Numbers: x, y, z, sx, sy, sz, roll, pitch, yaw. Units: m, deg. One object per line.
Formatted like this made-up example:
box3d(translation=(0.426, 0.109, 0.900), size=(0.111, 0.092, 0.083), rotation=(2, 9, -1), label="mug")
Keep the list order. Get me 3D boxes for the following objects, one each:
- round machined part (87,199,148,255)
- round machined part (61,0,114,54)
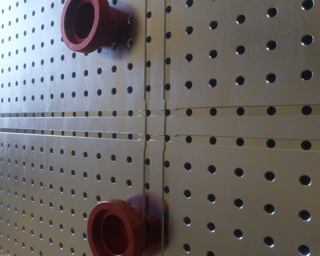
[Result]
box3d(translation=(-0.056, 0.150, 0.443), size=(0.098, 0.042, 0.097), rotation=(0, 90, 39), label="round machined part")
box3d(translation=(-0.110, -0.166, 0.486), size=(0.098, 0.042, 0.097), rotation=(0, 90, 39), label="round machined part")
